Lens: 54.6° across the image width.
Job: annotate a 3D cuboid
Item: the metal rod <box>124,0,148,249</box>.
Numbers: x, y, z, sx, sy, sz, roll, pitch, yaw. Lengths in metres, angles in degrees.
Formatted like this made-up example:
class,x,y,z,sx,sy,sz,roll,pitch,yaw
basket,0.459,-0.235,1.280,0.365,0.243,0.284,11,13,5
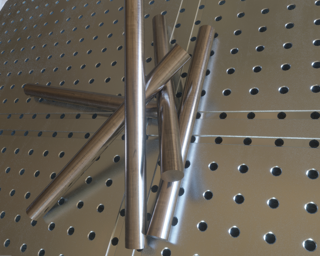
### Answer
class,x,y,z,sx,sy,sz,roll,pitch,yaw
metal rod,-0.029,-0.016,0.365,0.025,0.025,0.299,-5,81,26

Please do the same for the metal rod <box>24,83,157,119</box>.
class,x,y,z,sx,sy,sz,roll,pitch,yaw
metal rod,-0.120,-0.048,0.501,0.300,0.025,0.025,11,67,33

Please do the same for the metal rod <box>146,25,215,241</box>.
class,x,y,z,sx,sy,sz,roll,pitch,yaw
metal rod,0.033,-0.012,0.398,0.025,0.025,0.300,1,62,29

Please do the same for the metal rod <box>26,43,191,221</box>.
class,x,y,z,sx,sy,sz,roll,pitch,yaw
metal rod,-0.073,0.011,0.406,0.299,0.025,0.025,-47,50,9

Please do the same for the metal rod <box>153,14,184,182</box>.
class,x,y,z,sx,sy,sz,roll,pitch,yaw
metal rod,0.006,-0.064,0.424,0.025,0.025,0.300,-19,48,17
